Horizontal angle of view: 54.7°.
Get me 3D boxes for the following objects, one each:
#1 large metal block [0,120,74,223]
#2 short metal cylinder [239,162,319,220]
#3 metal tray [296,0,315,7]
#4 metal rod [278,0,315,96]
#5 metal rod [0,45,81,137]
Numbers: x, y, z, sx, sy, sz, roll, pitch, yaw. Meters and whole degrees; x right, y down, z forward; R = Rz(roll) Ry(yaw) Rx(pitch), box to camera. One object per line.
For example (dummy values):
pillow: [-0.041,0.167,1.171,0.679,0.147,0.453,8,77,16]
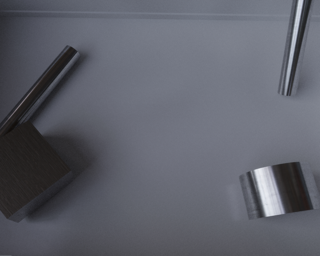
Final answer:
large metal block: [-0.161,0.051,0.366,0.080,0.050,0.080,-39,80,-22]
short metal cylinder: [0.137,0.074,0.355,0.081,0.080,0.050,-8,71,-3]
metal tray: [0.269,-0.258,0.475,0.030,0.090,0.130,43,75,14]
metal rod: [0.178,-0.185,0.373,0.025,0.025,0.298,0,114,0]
metal rod: [-0.204,0.009,0.403,0.025,0.025,0.300,30,72,10]
